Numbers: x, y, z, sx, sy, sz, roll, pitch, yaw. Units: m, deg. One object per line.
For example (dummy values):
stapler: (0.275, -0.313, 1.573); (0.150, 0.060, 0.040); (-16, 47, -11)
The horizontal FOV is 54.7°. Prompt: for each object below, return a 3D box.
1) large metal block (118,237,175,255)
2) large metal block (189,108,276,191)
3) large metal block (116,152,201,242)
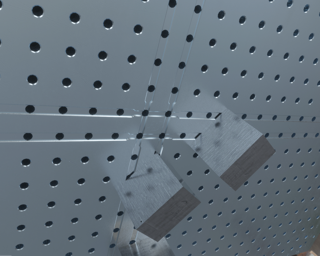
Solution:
large metal block: (-0.024, 0.239, 0.532); (0.081, 0.050, 0.079); (-11, 123, -23)
large metal block: (0.104, 0.030, 0.454); (0.080, 0.080, 0.050); (-45, 130, 3)
large metal block: (-0.004, 0.095, 0.434); (0.080, 0.080, 0.050); (-43, 130, 1)
